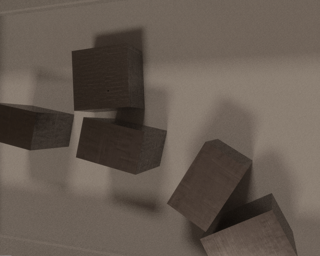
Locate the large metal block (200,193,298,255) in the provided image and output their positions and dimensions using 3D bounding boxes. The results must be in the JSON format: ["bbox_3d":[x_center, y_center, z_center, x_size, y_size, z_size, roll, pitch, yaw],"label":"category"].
[{"bbox_3d":[0.100,0.120,0.346,0.080,0.080,0.050,-29,81,17],"label":"large metal block"}]

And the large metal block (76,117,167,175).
[{"bbox_3d":[-0.046,0.020,0.396,0.080,0.080,0.050,13,95,19],"label":"large metal block"}]

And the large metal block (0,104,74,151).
[{"bbox_3d":[-0.185,-0.004,0.445,0.080,0.080,0.050,12,94,19],"label":"large metal block"}]

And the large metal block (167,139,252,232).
[{"bbox_3d":[0.061,0.061,0.359,0.050,0.080,0.080,33,101,16],"label":"large metal block"}]

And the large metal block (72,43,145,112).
[{"bbox_3d":[-0.069,-0.064,0.420,0.080,0.050,0.079,-3,89,19],"label":"large metal block"}]
